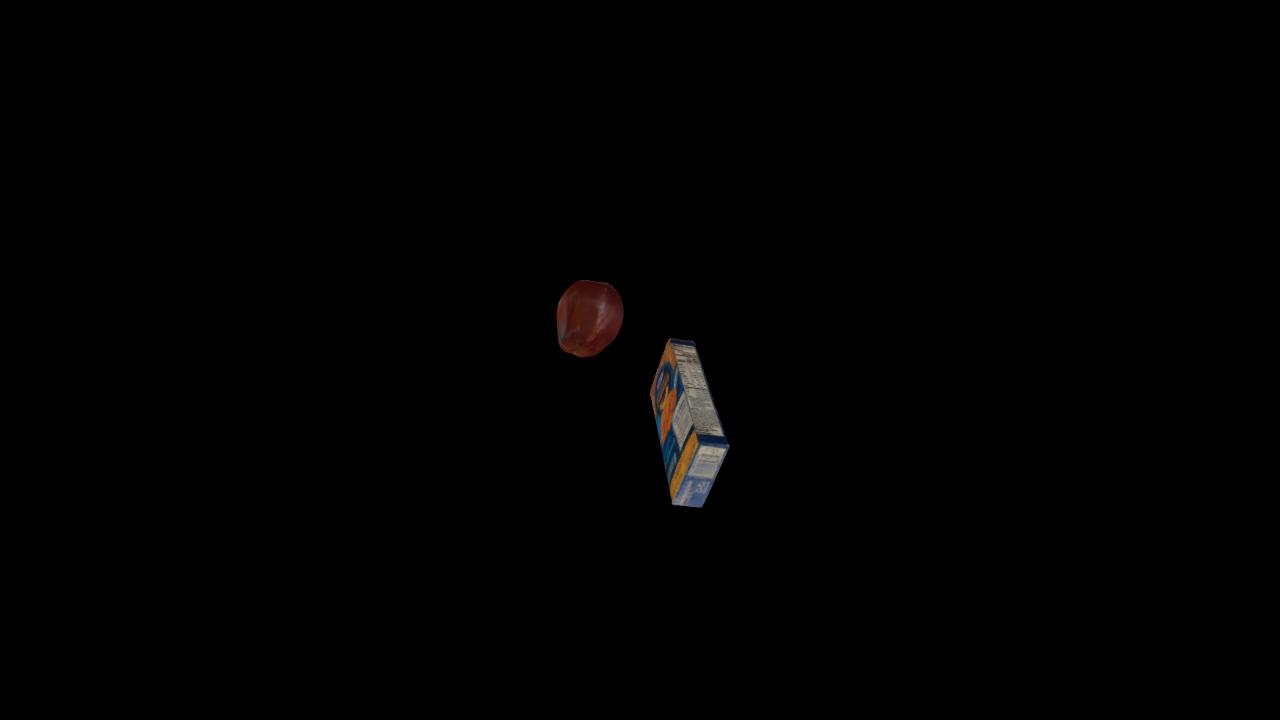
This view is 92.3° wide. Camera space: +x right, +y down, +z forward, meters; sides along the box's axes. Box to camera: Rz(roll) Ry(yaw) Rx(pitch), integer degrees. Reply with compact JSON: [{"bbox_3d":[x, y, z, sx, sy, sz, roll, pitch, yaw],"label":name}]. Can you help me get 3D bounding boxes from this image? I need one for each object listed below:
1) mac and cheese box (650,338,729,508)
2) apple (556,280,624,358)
[{"bbox_3d":[0.050,0.065,0.696,0.041,0.093,0.184,7,34,-14],"label":"mac and cheese box"},{"bbox_3d":[-0.060,-0.049,0.721,0.079,0.093,0.079,14,-22,6],"label":"apple"}]
